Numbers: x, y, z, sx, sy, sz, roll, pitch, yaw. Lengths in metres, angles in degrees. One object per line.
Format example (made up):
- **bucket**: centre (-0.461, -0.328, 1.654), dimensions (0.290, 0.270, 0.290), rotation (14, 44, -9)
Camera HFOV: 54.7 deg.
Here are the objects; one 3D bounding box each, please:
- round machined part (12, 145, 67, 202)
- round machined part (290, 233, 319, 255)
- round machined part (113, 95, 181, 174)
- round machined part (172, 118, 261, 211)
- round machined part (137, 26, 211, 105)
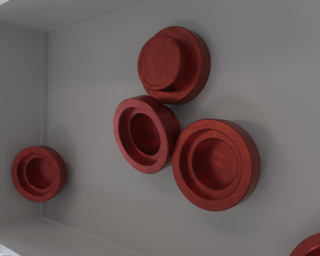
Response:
- **round machined part**: centre (-0.209, 0.079, 0.553), dimensions (0.098, 0.042, 0.097), rotation (1, 95, 15)
- **round machined part**: centre (0.153, 0.139, 0.250), dimensions (0.098, 0.042, 0.098), rotation (-43, 30, 33)
- **round machined part**: centre (-0.012, 0.006, 0.395), dimensions (0.098, 0.042, 0.097), rotation (19, 119, 39)
- **round machined part**: centre (0.064, 0.039, 0.343), dimensions (0.098, 0.042, 0.097), rotation (0, 90, 40)
- **round machined part**: centre (0.010, -0.079, 0.387), dimensions (0.098, 0.042, 0.097), rotation (0, 90, 40)
